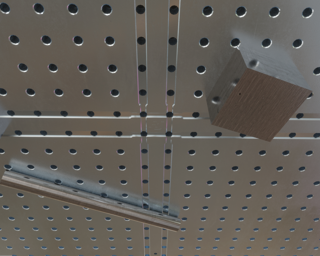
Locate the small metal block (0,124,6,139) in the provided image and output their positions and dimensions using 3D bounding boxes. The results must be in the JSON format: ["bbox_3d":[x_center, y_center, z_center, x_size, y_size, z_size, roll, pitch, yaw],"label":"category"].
[{"bbox_3d":[-0.245,-0.001,0.408,0.050,0.025,0.050,-15,129,12],"label":"small metal block"}]

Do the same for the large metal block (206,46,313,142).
[{"bbox_3d":[0.111,-0.038,0.364,0.081,0.050,0.079,16,128,-14],"label":"large metal block"}]

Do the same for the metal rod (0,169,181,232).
[{"bbox_3d":[-0.104,0.125,0.517,0.302,0.025,0.025,20,127,-17],"label":"metal rod"}]
